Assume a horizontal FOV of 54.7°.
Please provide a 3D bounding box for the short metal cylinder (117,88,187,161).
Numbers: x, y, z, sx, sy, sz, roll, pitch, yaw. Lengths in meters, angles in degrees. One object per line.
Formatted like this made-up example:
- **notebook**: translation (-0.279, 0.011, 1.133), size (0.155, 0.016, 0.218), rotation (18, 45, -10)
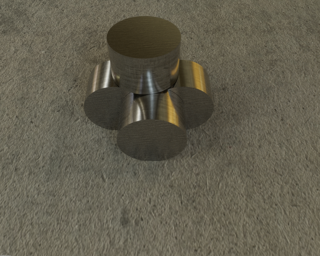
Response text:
- **short metal cylinder**: translation (-0.009, -0.003, 0.371), size (0.081, 0.080, 0.050), rotation (0, 50, -1)

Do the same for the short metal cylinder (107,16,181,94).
- **short metal cylinder**: translation (-0.017, -0.084, 0.355), size (0.081, 0.050, 0.080), rotation (0, 50, 0)

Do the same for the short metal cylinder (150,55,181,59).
- **short metal cylinder**: translation (-0.009, -0.081, 0.437), size (0.081, 0.080, 0.050), rotation (-1, 50, -2)

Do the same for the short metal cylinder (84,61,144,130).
- **short metal cylinder**: translation (-0.055, -0.041, 0.403), size (0.081, 0.080, 0.050), rotation (-1, 50, -1)

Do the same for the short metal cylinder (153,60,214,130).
- **short metal cylinder**: translation (0.027, -0.041, 0.404), size (0.081, 0.080, 0.050), rotation (0, 50, -1)
